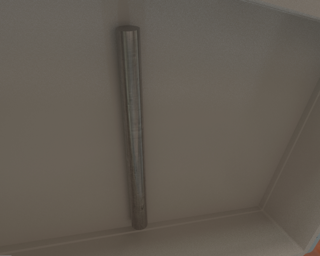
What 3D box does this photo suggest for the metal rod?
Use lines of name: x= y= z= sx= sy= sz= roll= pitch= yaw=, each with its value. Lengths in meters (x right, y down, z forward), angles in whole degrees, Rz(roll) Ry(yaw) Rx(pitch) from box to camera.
metal rod: x=-0.033 y=0.022 z=0.403 sx=0.025 sy=0.025 sz=0.298 roll=-14 pitch=124 yaw=-21
